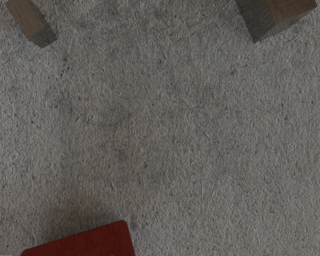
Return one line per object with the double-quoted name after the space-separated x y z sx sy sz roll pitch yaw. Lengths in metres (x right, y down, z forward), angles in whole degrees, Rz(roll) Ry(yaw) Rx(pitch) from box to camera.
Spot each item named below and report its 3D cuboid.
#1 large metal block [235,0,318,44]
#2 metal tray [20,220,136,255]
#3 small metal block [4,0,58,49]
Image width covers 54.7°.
0.136 -0.161 0.383 0.050 0.080 0.080 -24 90 0 "large metal block"
-0.094 0.177 0.384 0.131 0.030 0.090 -15 76 -11 "metal tray"
-0.162 -0.135 0.396 0.025 0.050 0.050 -32 90 0 "small metal block"
